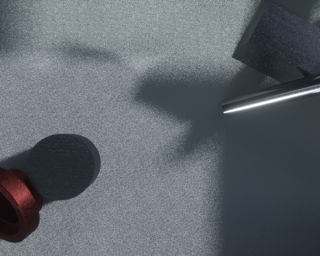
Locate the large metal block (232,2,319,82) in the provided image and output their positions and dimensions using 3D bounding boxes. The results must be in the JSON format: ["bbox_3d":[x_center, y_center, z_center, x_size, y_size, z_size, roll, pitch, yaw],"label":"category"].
[{"bbox_3d":[0.146,-0.101,0.386,0.080,0.080,0.050,27,90,-1],"label":"large metal block"}]

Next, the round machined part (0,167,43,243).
[{"bbox_3d":[-0.187,0.089,0.385,0.098,0.042,0.097,11,118,23],"label":"round machined part"}]

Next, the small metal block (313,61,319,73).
[{"bbox_3d":[0.223,-0.076,0.414,0.050,0.025,0.050,-18,90,-1],"label":"small metal block"}]

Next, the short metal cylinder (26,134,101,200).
[{"bbox_3d":[-0.120,0.047,0.396,0.081,0.050,0.079,0,89,-3],"label":"short metal cylinder"}]

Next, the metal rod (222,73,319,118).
[{"bbox_3d":[0.212,-0.058,0.336,0.300,0.025,0.025,-14,91,32],"label":"metal rod"}]
